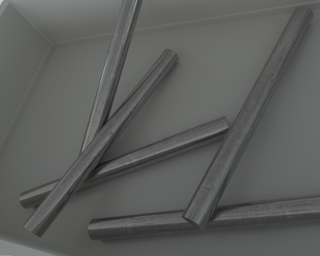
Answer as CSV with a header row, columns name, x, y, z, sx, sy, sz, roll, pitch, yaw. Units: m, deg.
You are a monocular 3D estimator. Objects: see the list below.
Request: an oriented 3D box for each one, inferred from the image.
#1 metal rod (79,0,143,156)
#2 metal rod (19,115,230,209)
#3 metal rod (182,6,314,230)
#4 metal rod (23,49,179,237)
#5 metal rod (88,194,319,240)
name,x,y,z,sx,sy,sz,roll,pitch,yaw
metal rod,-0.059,-0.091,0.413,0.025,0.025,0.298,22,98,35
metal rod,-0.054,0.050,0.402,0.301,0.025,0.025,-21,54,15
metal rod,0.108,-0.028,0.348,0.025,0.025,0.300,18,66,35
metal rod,-0.065,0.005,0.410,0.025,0.025,0.300,21,65,35
metal rod,0.059,0.092,0.317,0.301,0.025,0.025,-12,57,21
